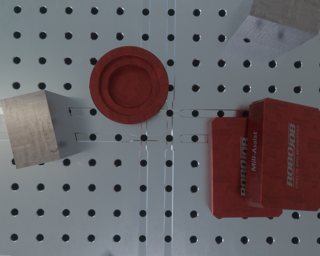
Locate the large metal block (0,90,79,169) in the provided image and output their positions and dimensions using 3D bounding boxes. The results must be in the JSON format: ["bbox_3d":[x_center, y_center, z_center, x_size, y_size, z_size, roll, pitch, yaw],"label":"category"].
[{"bbox_3d":[-0.144,0.001,0.385,0.050,0.080,0.080,-13,90,0],"label":"large metal block"}]

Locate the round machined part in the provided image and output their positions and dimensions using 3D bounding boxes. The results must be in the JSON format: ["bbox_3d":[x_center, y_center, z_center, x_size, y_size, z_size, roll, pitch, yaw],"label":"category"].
[{"bbox_3d":[-0.038,-0.053,0.404,0.099,0.042,0.097,0,90,0],"label":"round machined part"}]

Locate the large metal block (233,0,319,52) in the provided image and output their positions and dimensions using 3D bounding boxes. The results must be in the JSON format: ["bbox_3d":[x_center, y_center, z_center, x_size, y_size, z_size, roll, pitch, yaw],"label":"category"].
[{"bbox_3d":[0.145,-0.139,0.387,0.080,0.080,0.050,16,90,0],"label":"large metal block"}]

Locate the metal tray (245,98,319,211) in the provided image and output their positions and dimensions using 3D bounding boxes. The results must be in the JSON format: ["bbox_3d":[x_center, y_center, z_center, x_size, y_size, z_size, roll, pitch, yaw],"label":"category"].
[{"bbox_3d":[0.155,0.034,0.387,0.091,0.030,0.129,9,80,-20],"label":"metal tray"}]

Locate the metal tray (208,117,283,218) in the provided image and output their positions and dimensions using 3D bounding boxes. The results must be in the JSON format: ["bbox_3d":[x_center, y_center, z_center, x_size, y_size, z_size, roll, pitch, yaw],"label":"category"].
[{"bbox_3d":[0.112,0.050,0.412,0.091,0.030,0.129,-1,90,0],"label":"metal tray"}]
